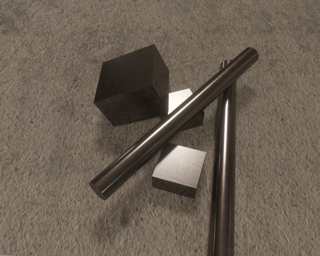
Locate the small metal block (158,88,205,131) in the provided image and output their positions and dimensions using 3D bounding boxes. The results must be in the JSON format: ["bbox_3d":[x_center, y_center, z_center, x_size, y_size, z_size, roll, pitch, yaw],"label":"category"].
[{"bbox_3d":[0.026,-0.023,0.423,0.050,0.025,0.050,-15,52,-13],"label":"small metal block"}]

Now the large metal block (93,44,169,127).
[{"bbox_3d":[-0.035,-0.057,0.416,0.080,0.050,0.080,-15,47,19],"label":"large metal block"}]

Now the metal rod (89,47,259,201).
[{"bbox_3d":[0.036,-0.022,0.389,0.025,0.025,0.302,34,58,25],"label":"metal rod"}]

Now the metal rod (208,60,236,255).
[{"bbox_3d":[0.082,0.016,0.390,0.025,0.025,0.300,8,50,6],"label":"metal rod"}]

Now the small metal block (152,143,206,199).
[{"bbox_3d":[0.023,0.049,0.362,0.050,0.025,0.050,14,51,11],"label":"small metal block"}]
